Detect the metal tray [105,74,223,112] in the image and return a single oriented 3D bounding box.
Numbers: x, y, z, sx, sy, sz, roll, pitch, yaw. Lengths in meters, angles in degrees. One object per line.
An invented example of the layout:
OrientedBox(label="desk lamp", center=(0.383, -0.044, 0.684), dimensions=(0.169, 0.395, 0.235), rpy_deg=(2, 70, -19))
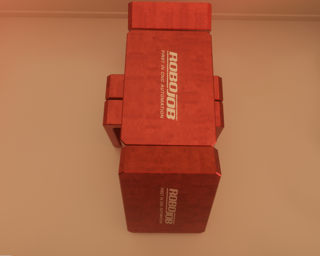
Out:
OrientedBox(label="metal tray", center=(0.005, -0.031, 0.385), dimensions=(0.131, 0.090, 0.030), rpy_deg=(1, 70, 0))

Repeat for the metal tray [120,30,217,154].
OrientedBox(label="metal tray", center=(0.009, -0.039, 0.324), dimensions=(0.091, 0.030, 0.130), rpy_deg=(1, 70, -1))

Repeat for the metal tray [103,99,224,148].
OrientedBox(label="metal tray", center=(0.004, -0.002, 0.375), dimensions=(0.131, 0.090, 0.030), rpy_deg=(1, 70, 0))

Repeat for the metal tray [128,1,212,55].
OrientedBox(label="metal tray", center=(0.011, -0.121, 0.396), dimensions=(0.091, 0.130, 0.030), rpy_deg=(1, 91, 0))

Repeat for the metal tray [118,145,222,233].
OrientedBox(label="metal tray", center=(0.008, 0.070, 0.325), dimensions=(0.091, 0.129, 0.030), rpy_deg=(1, 49, -1))
